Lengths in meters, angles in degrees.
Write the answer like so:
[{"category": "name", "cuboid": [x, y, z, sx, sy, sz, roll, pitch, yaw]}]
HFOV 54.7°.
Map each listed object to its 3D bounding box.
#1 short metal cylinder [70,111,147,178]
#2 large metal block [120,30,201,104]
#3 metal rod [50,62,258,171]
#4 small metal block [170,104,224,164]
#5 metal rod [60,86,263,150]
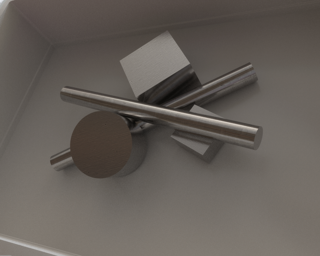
[{"category": "short metal cylinder", "cuboid": [-0.063, 0.022, 0.388, 0.080, 0.050, 0.080, -2, 83, 16]}, {"category": "large metal block", "cuboid": [0.000, -0.076, 0.432, 0.080, 0.050, 0.080, -31, 52, 8]}, {"category": "metal rod", "cuboid": [-0.017, -0.010, 0.417, 0.301, 0.025, 0.025, -24, 53, 12]}, {"category": "small metal block", "cuboid": [0.050, 0.006, 0.370, 0.050, 0.025, 0.050, 30, 78, 37]}, {"category": "metal rod", "cuboid": [-0.022, -0.021, 0.395, 0.300, 0.025, 0.025, 15, 69, 33]}]
